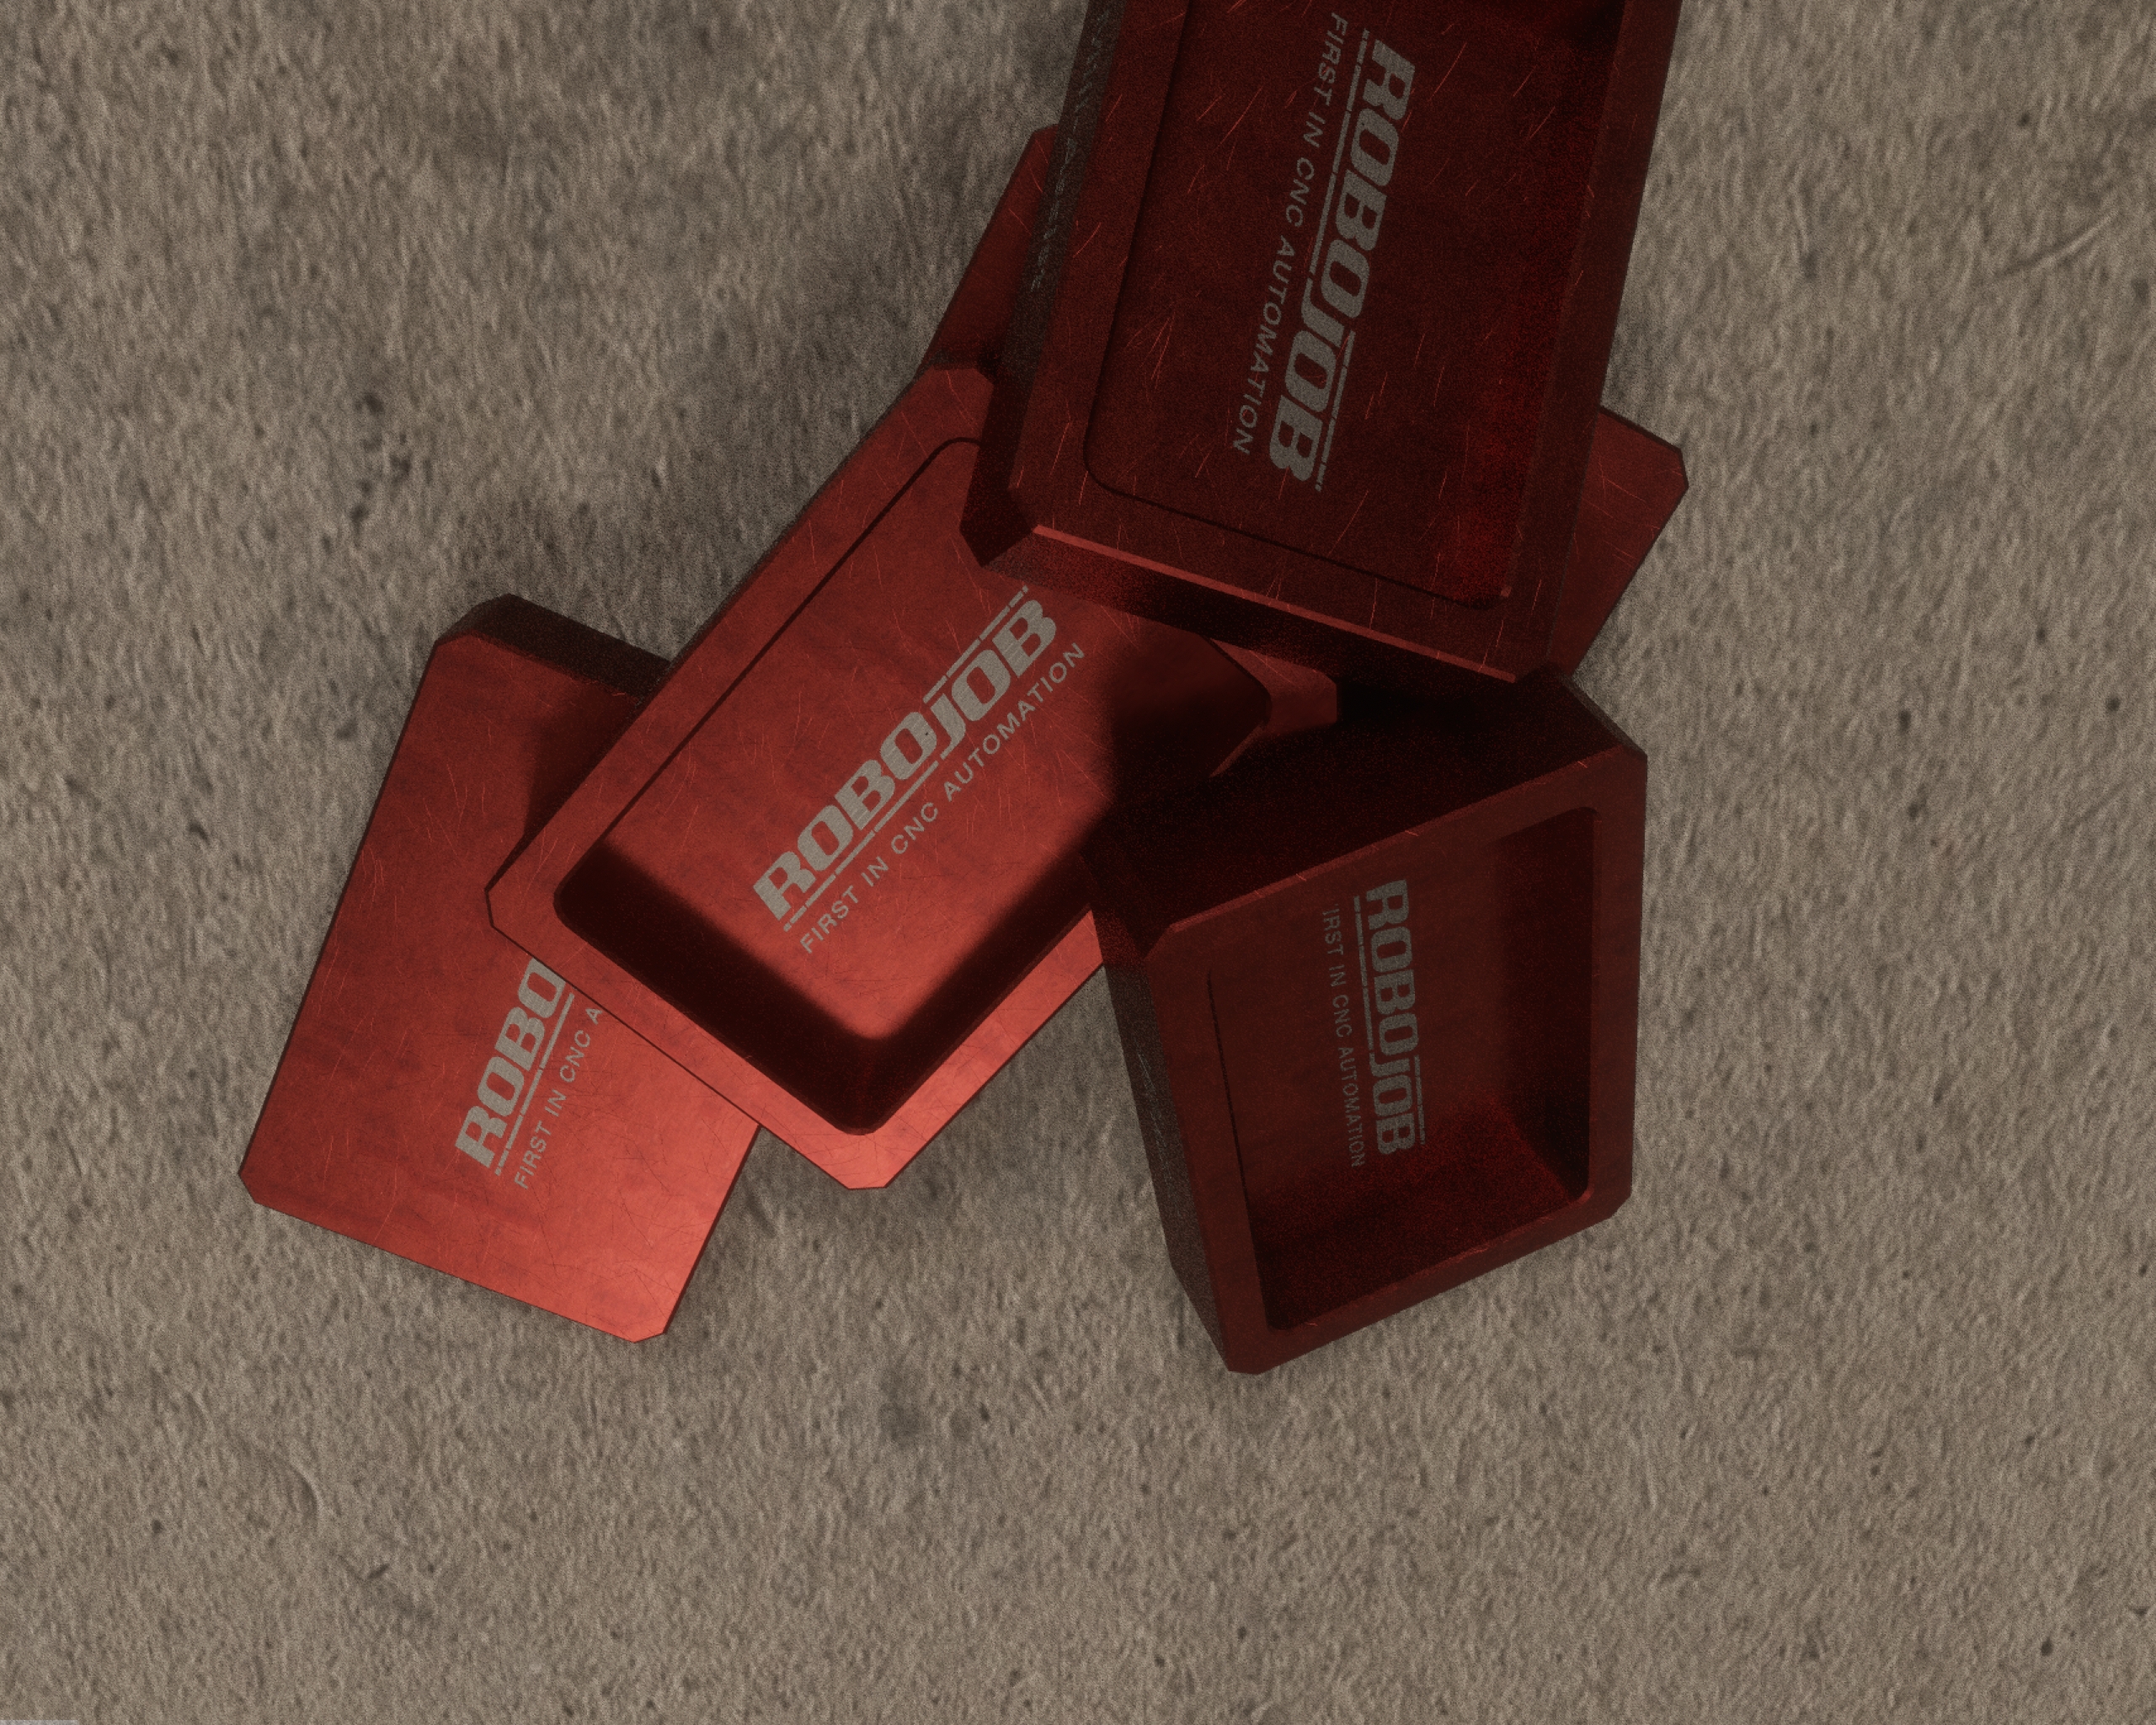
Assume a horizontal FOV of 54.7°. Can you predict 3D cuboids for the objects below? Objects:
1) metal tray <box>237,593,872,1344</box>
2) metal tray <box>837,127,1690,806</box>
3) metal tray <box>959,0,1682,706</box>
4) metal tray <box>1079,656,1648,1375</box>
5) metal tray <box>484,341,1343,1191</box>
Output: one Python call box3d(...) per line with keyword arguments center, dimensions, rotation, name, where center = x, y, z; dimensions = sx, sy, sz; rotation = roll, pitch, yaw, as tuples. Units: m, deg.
box3d(center=(-0.100, 0.023, 0.415), dimensions=(0.090, 0.030, 0.129), rotation=(23, 108, -9), name="metal tray")
box3d(center=(0.032, -0.066, 0.384), dimensions=(0.131, 0.030, 0.089), rotation=(25, 108, -10), name="metal tray")
box3d(center=(0.041, -0.100, 0.336), dimensions=(0.091, 0.030, 0.129), rotation=(15, 82, -17), name="metal tray")
box3d(center=(0.056, 0.033, 0.385), dimensions=(0.091, 0.030, 0.129), rotation=(-22, 134, -10), name="metal tray")
box3d(center=(-0.029, -0.015, 0.371), dimensions=(0.090, 0.030, 0.130), rotation=(40, 105, -14), name="metal tray")
